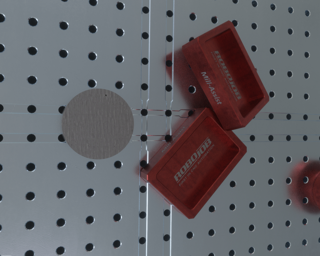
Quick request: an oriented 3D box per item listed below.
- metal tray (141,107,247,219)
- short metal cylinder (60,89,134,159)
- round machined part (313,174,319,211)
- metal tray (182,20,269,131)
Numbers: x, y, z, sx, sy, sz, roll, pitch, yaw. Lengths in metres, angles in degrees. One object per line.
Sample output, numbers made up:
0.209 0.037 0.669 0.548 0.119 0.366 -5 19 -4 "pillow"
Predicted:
0.049 0.046 0.427 0.090 0.030 0.130 46 76 -15 "metal tray"
-0.077 -0.005 0.371 0.081 0.050 0.079 0 90 -20 "short metal cylinder"
0.295 0.107 0.513 0.099 0.042 0.097 0 90 -20 "round machined part"
0.094 -0.073 0.426 0.091 0.030 0.130 -38 103 -39 "metal tray"
